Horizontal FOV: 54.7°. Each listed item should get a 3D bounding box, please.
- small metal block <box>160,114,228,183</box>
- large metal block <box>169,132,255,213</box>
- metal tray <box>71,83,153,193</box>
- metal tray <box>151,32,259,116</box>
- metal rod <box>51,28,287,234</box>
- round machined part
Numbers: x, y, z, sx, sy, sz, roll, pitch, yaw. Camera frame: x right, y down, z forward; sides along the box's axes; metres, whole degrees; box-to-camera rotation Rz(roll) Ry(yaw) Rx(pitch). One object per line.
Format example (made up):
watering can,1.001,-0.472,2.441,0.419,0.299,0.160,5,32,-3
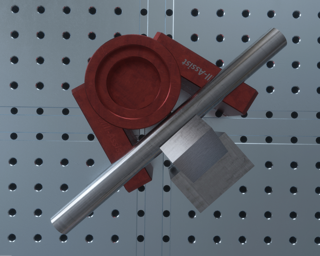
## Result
small metal block,0.036,0.023,0.320,0.050,0.050,0.025,-43,46,0
large metal block,0.058,0.049,0.383,0.080,0.080,0.050,-41,91,0
metal tray,-0.053,0.008,0.380,0.030,0.090,0.130,-29,90,0
metal tray,0.046,-0.061,0.380,0.130,0.090,0.030,31,91,-1
metal rod,0.010,0.003,0.323,0.300,0.025,0.025,-41,91,-1
round machined part,-0.028,-0.047,0.336,0.099,0.042,0.097,0,90,-1
